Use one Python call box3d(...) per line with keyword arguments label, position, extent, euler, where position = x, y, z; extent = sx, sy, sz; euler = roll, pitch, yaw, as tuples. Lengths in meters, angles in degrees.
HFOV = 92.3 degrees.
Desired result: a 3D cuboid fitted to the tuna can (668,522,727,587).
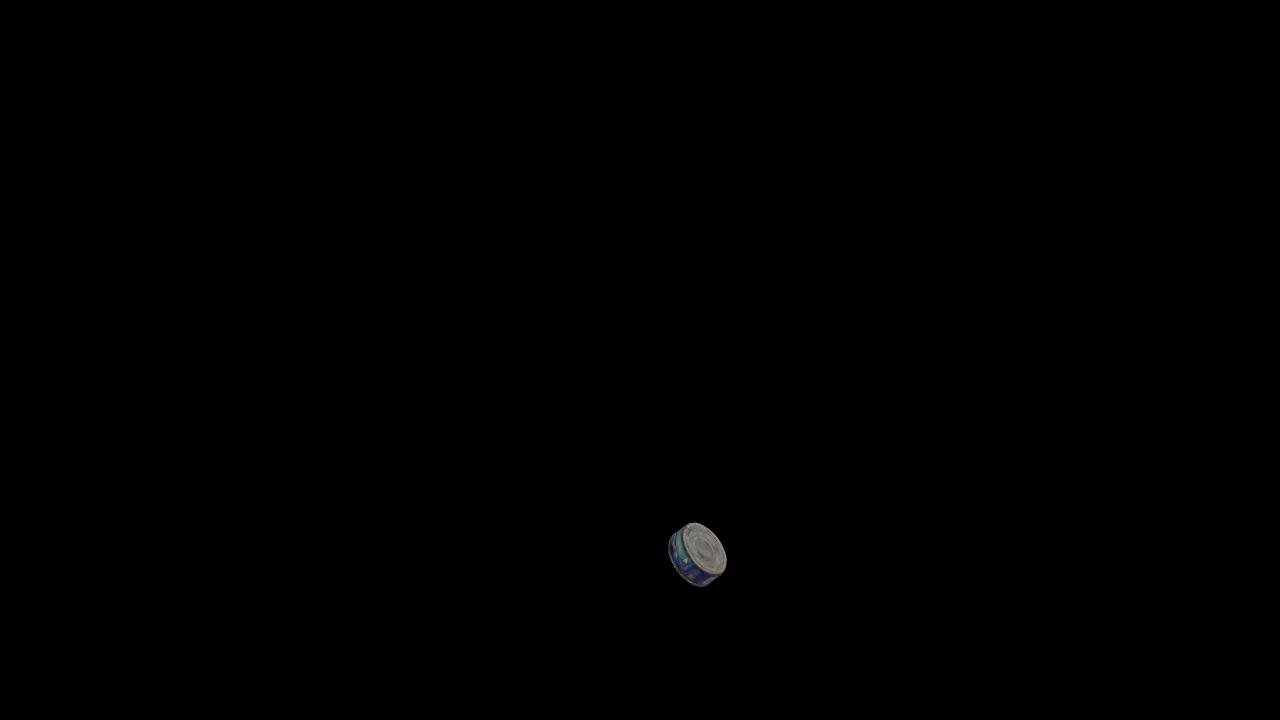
box3d(label="tuna can", position=(0.083, 0.275, 0.873), extent=(0.084, 0.084, 0.034), euler=(0, -40, -50))
